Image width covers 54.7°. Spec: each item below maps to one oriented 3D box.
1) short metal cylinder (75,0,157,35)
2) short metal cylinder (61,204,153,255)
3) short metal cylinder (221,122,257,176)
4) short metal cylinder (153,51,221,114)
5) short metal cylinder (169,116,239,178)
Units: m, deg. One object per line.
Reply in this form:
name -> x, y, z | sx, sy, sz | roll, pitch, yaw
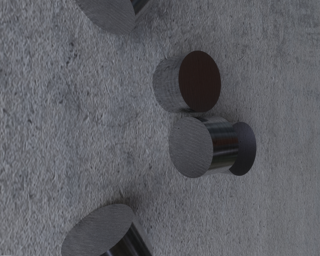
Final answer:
short metal cylinder -> -0.047, -0.148, 0.329 | 0.080, 0.080, 0.050 | 48, 62, -30
short metal cylinder -> -0.054, 0.126, 0.324 | 0.080, 0.080, 0.050 | -38, 114, -33
short metal cylinder -> 0.103, 0.030, 0.475 | 0.081, 0.050, 0.080 | 0, 90, -40
short metal cylinder -> 0.037, -0.060, 0.419 | 0.081, 0.050, 0.080 | 0, 90, -40
short metal cylinder -> 0.057, 0.024, 0.417 | 0.050, 0.080, 0.079 | -4, 93, -40
